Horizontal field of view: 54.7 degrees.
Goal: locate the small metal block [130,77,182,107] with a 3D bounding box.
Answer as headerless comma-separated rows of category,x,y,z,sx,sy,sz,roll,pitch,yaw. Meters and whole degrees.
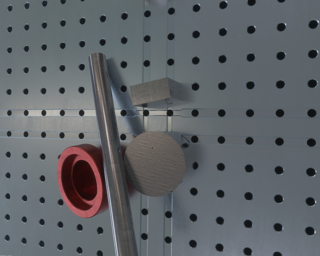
small metal block,-0.004,-0.044,0.401,0.050,0.050,0.025,-11,87,19

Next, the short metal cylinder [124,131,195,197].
short metal cylinder,0.000,0.044,0.399,0.080,0.050,0.079,0,89,19

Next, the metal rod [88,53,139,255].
metal rod,-0.060,0.034,0.388,0.025,0.025,0.299,-21,66,19

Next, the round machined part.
round machined part,-0.095,0.069,0.426,0.098,0.042,0.097,7,101,38
